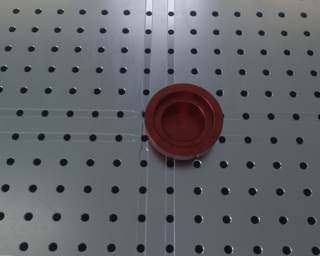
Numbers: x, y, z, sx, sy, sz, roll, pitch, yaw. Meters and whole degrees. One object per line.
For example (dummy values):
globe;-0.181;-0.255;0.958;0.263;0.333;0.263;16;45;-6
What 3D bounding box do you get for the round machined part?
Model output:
round machined part;0.030;-0.006;0.405;0.099;0.042;0.098;0;70;0
